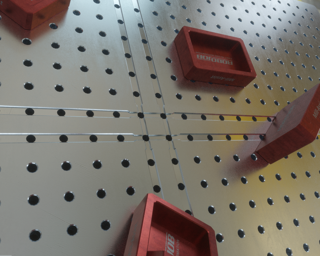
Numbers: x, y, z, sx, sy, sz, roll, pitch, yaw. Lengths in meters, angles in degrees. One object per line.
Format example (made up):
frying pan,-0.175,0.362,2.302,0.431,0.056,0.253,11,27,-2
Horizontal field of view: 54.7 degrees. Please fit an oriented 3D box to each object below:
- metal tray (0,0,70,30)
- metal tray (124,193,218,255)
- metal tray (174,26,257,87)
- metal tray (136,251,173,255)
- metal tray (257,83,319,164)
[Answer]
metal tray,-0.199,-0.201,0.420,0.130,0.030,0.090,37,51,-4
metal tray,0.013,0.127,0.294,0.090,0.030,0.130,31,20,-8
metal tray,0.096,-0.121,0.532,0.131,0.030,0.090,3,61,-27
metal tray,-0.026,0.164,0.240,0.030,0.090,0.130,32,61,-8
metal tray,0.213,-0.008,0.488,0.030,0.090,0.131,44,51,2
